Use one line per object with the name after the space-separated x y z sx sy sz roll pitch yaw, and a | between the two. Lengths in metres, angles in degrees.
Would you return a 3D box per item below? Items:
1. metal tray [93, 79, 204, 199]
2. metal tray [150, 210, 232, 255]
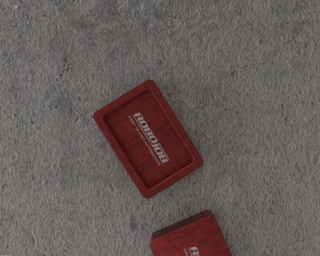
-0.015 0.014 0.407 0.090 0.030 0.130 -32 90 0 | metal tray
0.053 0.186 0.408 0.090 0.030 0.129 -24 90 0 | metal tray
